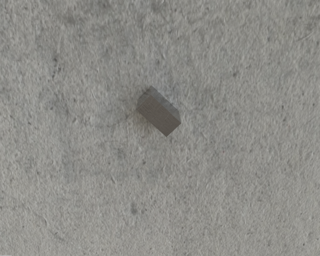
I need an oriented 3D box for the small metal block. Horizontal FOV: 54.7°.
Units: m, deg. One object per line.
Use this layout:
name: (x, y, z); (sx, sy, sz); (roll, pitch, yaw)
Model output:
small metal block: (-0.001, -0.022, 0.388); (0.050, 0.050, 0.025); (42, 105, -14)
